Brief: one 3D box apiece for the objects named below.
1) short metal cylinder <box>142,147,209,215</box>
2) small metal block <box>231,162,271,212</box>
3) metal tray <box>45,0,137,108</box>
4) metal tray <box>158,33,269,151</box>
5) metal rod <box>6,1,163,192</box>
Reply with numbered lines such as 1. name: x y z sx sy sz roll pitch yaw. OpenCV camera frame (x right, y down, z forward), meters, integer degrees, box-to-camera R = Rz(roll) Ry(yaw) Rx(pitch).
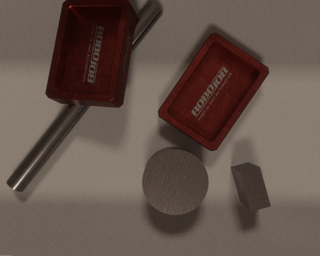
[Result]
1. short metal cylinder: 0.019 0.065 0.399 0.081 0.050 0.079 0 90 -1
2. small metal block: 0.116 0.074 0.401 0.025 0.050 0.050 -15 90 0
3. metal tray: -0.084 -0.094 0.386 0.090 0.030 0.129 5 81 14
4. metal tray: 0.069 -0.046 0.409 0.090 0.030 0.130 34 90 -1
5. metal rod: -0.099 -0.041 0.410 0.025 0.025 0.300 38 90 -1
